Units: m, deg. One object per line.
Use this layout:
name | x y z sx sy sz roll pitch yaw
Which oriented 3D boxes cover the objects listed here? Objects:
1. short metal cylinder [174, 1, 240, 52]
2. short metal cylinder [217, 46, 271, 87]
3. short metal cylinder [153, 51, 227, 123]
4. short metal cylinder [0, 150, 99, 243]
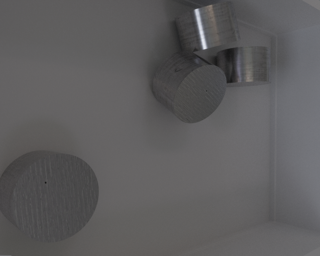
short metal cylinder | 0.065 -0.136 0.425 0.081 0.080 0.050 -24 105 -37
short metal cylinder | 0.129 -0.092 0.478 0.081 0.080 0.050 -4 93 -40
short metal cylinder | 0.038 -0.053 0.400 0.081 0.050 0.079 -19 130 -24
short metal cylinder | -0.108 0.063 0.300 0.081 0.050 0.080 0 90 -40
